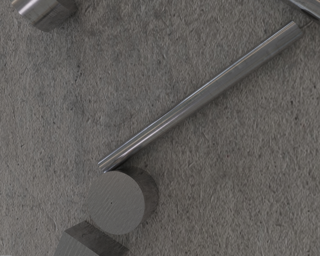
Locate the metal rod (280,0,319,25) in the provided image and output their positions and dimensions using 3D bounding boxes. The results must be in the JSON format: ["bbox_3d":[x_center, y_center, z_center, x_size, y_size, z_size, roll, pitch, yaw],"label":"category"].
[{"bbox_3d":[0.111,-0.190,0.369,0.300,0.025,0.025,41,103,15],"label":"metal rod"}]

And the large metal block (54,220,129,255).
[{"bbox_3d":[-0.102,0.191,0.432,0.080,0.050,0.080,27,99,18],"label":"large metal block"}]

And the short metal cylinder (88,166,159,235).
[{"bbox_3d":[-0.048,0.094,0.413,0.080,0.050,0.080,0,90,20],"label":"short metal cylinder"}]

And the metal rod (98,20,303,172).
[{"bbox_3d":[0.039,-0.029,0.395,0.300,0.025,0.025,-36,79,16],"label":"metal rod"}]

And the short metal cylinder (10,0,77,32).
[{"bbox_3d":[-0.166,-0.184,0.438,0.050,0.080,0.080,-32,80,17],"label":"short metal cylinder"}]
